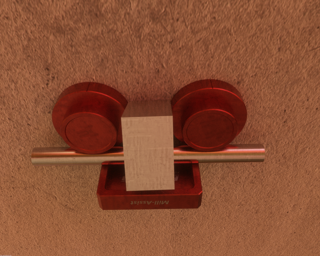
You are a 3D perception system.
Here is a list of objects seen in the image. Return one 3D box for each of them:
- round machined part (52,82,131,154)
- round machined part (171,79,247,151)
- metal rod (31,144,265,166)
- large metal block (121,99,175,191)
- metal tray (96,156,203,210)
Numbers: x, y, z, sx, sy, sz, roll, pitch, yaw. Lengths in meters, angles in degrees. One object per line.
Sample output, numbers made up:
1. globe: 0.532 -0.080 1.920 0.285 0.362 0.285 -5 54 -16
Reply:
1. round machined part: -0.086 -0.005 0.389 0.099 0.042 0.097 -1 130 0
2. round machined part: 0.060 -0.009 0.390 0.099 0.042 0.097 -1 130 0
3. metal rod: -0.015 0.036 0.412 0.302 0.025 0.025 -1 130 0
4. large metal block: -0.011 0.016 0.350 0.050 0.080 0.079 -2 107 0
5. metal tray: -0.013 0.064 0.420 0.131 0.090 0.030 -1 130 0
